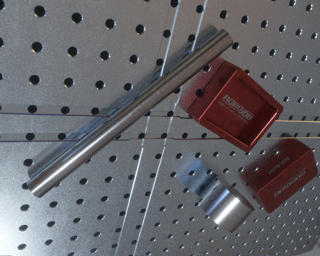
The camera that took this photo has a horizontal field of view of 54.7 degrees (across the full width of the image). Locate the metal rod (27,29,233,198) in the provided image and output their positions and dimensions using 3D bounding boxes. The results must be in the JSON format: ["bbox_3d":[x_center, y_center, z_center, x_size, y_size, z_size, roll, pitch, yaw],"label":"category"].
[{"bbox_3d":[-0.034,-0.020,0.380,0.301,0.025,0.025,-39,129,-2],"label":"metal rod"}]

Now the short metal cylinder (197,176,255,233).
[{"bbox_3d":[0.108,0.125,0.512,0.080,0.080,0.050,34,99,-39],"label":"short metal cylinder"}]

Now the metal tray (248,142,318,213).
[{"bbox_3d":[0.240,0.097,0.599,0.130,0.030,0.090,-38,129,-3],"label":"metal tray"}]

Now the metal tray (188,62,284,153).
[{"bbox_3d":[0.114,-0.026,0.454,0.131,0.030,0.090,28,103,-38],"label":"metal tray"}]
